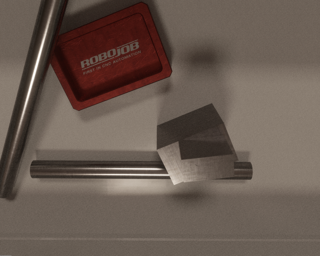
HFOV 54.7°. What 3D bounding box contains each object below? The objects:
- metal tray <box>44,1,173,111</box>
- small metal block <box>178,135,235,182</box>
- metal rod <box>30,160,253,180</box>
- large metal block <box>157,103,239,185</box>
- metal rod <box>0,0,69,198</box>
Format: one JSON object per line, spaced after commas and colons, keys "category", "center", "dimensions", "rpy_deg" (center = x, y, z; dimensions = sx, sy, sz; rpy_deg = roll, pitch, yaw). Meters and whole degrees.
{"category": "metal tray", "center": [-0.061, -0.085, 0.376], "dimensions": [0.130, 0.030, 0.090], "rpy_deg": [-20, 109, 6]}
{"category": "small metal block", "center": [0.047, 0.031, 0.325], "dimensions": [0.050, 0.050, 0.025], "rpy_deg": [-7, 110, 2]}
{"category": "metal rod", "center": [-0.024, 0.059, 0.432], "dimensions": [0.302, 0.025, 0.025], "rpy_deg": [1, 110, -1]}
{"category": "large metal block", "center": [0.043, 0.017, 0.389], "dimensions": [0.080, 0.080, 0.050], "rpy_deg": [-22, 109, 7]}
{"category": "metal rod", "center": [-0.163, -0.027, 0.376], "dimensions": [0.025, 0.025, 0.298], "rpy_deg": [23, 117, -9]}
